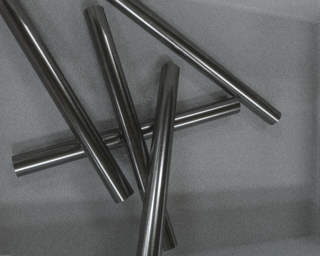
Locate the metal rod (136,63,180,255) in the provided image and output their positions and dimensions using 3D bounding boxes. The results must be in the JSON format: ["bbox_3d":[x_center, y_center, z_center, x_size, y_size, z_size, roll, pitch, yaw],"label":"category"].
[{"bbox_3d":[-0.002,0.051,0.348,0.025,0.025,0.299,18,60,-20],"label":"metal rod"}]

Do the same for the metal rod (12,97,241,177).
[{"bbox_3d":[-0.027,0.005,0.401,0.302,0.025,0.025,-16,96,-20],"label":"metal rod"}]

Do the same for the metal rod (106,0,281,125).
[{"bbox_3d":[0.057,-0.094,0.432,0.301,0.025,0.025,33,79,-17],"label":"metal rod"}]

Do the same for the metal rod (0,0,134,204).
[{"bbox_3d":[-0.116,-0.048,0.350,0.025,0.025,0.299,-32,94,-18],"label":"metal rod"}]

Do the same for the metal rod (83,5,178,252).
[{"bbox_3d":[-0.036,-0.002,0.372,0.025,0.025,0.298,-16,86,-20],"label":"metal rod"}]
